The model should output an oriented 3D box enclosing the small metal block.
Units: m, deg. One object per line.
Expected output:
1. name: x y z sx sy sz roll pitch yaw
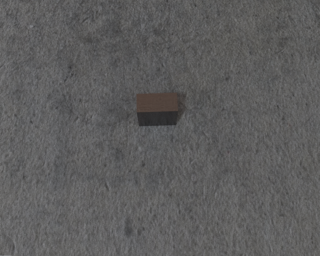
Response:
1. small metal block: -0.004 -0.023 0.403 0.050 0.050 0.025 -2 70 -1
